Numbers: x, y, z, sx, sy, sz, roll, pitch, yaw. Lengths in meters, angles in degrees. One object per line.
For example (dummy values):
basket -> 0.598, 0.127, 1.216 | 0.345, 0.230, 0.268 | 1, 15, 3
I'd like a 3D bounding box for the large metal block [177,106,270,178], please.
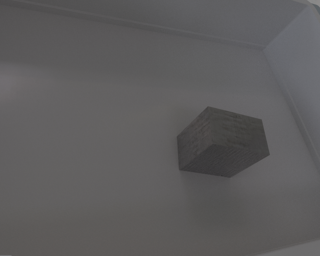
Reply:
large metal block -> 0.077, 0.022, 0.398 | 0.081, 0.080, 0.050 | 12, 57, -22
